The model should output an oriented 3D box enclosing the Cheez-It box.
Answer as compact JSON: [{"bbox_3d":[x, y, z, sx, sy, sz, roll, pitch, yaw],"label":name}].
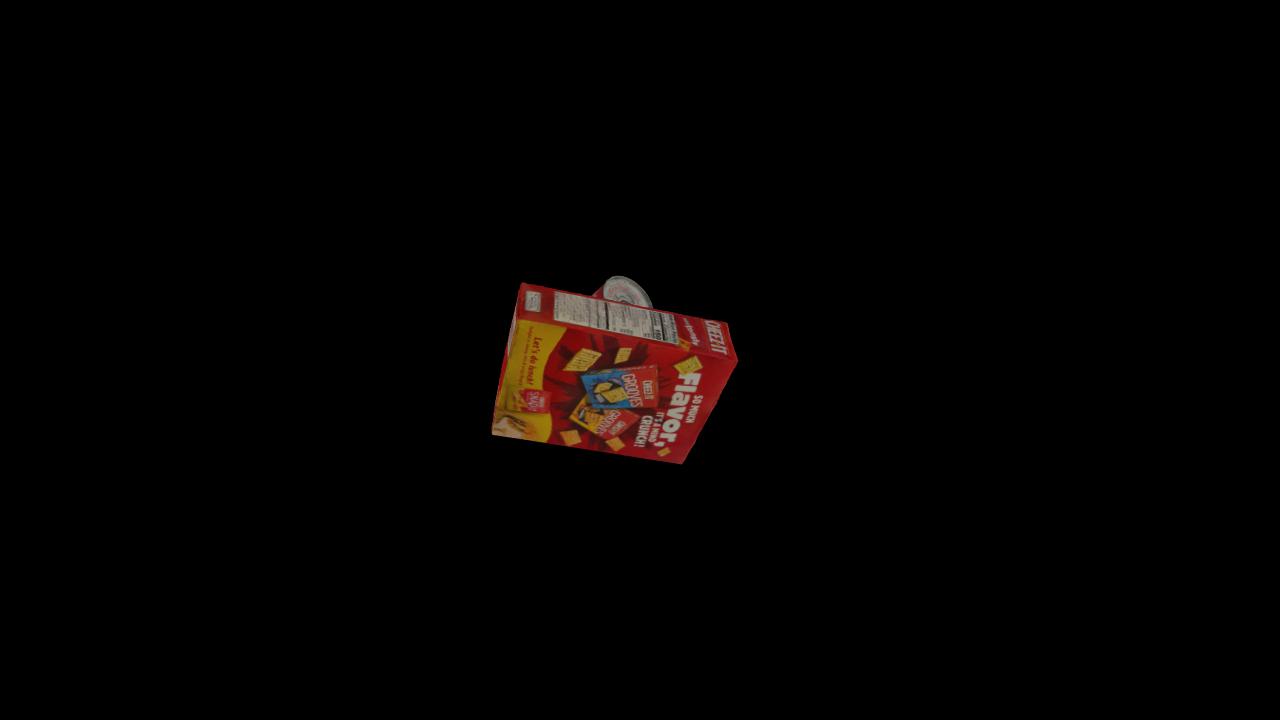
[{"bbox_3d":[-0.032,0.020,0.646,0.223,0.166,0.071,10,40,-14],"label":"Cheez-It box"}]

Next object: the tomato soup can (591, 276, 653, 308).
[{"bbox_3d":[-0.041,-0.040,0.684,0.068,0.068,0.101,0,-25,-42],"label":"tomato soup can"}]
